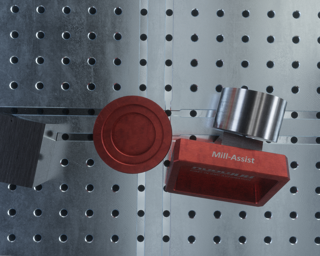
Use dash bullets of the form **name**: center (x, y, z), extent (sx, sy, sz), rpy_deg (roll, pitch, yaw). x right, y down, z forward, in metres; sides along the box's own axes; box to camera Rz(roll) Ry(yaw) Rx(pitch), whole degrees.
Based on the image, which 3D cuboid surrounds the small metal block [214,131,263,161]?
- **small metal block**: center (0.098, 0.030, 0.399), extent (0.050, 0.050, 0.025), rpy_deg (14, 69, -1)

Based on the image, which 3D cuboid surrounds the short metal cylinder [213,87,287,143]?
- **short metal cylinder**: center (0.111, -0.016, 0.387), extent (0.080, 0.080, 0.050), rpy_deg (14, 90, -1)

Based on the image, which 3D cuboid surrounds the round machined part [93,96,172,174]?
- **round machined part**: center (-0.034, 0.008, 0.404), extent (0.099, 0.042, 0.097), rpy_deg (0, 90, -1)

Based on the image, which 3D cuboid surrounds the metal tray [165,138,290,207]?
- **metal tray**: center (0.077, 0.058, 0.381), extent (0.131, 0.089, 0.030), rpy_deg (9, 55, -1)

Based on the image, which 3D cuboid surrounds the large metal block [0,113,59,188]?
- **large metal block**: center (-0.186, 0.026, 0.398), extent (0.080, 0.050, 0.080), rpy_deg (12, 90, -1)
